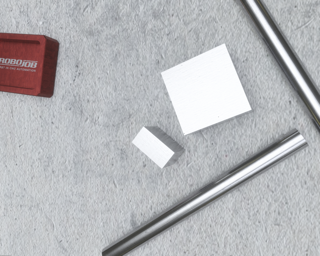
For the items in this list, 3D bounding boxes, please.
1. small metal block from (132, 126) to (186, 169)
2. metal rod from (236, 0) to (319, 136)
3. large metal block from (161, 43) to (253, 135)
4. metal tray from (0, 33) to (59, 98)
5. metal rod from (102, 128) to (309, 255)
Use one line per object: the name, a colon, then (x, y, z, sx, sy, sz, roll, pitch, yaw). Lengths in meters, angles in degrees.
small metal block: (0.000, 0.023, 0.395, 0.050, 0.050, 0.025, 40, 103, 15)
metal rod: (0.165, -0.044, 0.351, 0.025, 0.025, 0.299, -31, 80, 17)
large metal block: (0.058, -0.043, 0.375, 0.080, 0.050, 0.080, -22, 83, 18)
metal tray: (-0.225, -0.099, 0.483, 0.130, 0.030, 0.089, 9, 93, 19)
metal rod: (0.044, 0.094, 0.392, 0.300, 0.025, 0.025, -36, 79, 16)
